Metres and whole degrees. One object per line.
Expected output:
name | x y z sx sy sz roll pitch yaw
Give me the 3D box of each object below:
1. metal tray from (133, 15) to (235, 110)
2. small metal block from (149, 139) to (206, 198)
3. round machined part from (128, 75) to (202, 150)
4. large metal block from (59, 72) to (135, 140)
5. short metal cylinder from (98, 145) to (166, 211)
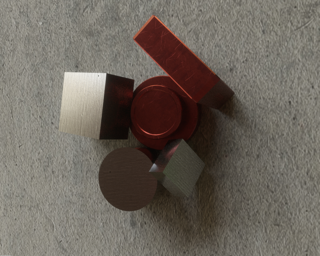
metal tray | 0.033 -0.065 0.341 0.030 0.130 0.090 -46 76 14
small metal block | 0.022 0.049 0.377 0.025 0.050 0.050 -8 131 50
round machined part | 0.001 -0.020 0.401 0.098 0.042 0.097 0 90 19
large metal block | -0.085 -0.030 0.412 0.080 0.050 0.079 9 93 36
short metal cylinder | -0.033 0.063 0.408 0.080 0.050 0.079 0 90 19
